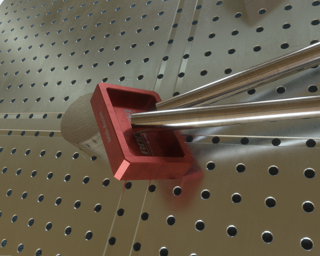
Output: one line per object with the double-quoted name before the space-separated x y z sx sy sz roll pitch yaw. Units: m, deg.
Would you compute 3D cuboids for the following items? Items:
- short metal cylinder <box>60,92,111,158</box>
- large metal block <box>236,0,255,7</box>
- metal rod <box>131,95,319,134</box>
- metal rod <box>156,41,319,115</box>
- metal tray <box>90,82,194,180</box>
"short metal cylinder" -0.092 -0.004 0.441 0.080 0.050 0.080 -13 56 21
"large metal block" 0.134 -0.243 0.471 0.080 0.050 0.080 -37 51 3
"metal rod" 0.115 -0.018 0.331 0.301 0.025 0.025 -5 59 15
"metal rod" 0.139 -0.070 0.361 0.301 0.025 0.025 -20 54 9
"metal tray" -0.025 0.002 0.376 0.030 0.091 0.130 -58 42 34
